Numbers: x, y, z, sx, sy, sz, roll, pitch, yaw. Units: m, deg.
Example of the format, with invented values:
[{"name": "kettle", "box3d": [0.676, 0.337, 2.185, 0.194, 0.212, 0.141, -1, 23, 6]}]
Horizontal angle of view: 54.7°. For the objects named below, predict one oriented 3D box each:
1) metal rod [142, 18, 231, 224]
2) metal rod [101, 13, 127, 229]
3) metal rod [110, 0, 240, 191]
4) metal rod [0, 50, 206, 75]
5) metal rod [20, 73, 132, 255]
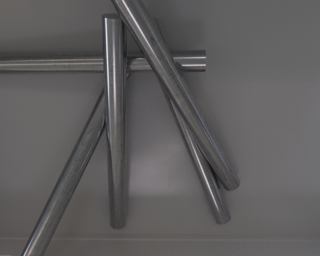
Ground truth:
[{"name": "metal rod", "box3d": [0.039, 0.005, 0.413, 0.025, 0.025, 0.299, -21, 109, 7]}, {"name": "metal rod", "box3d": [-0.054, 0.015, 0.385, 0.025, 0.025, 0.298, 3, 122, -1]}, {"name": "metal rod", "box3d": [0.032, -0.024, 0.361, 0.025, 0.025, 0.299, -28, 123, 10]}, {"name": "metal rod", "box3d": [-0.099, -0.076, 0.365, 0.302, 0.025, 0.025, 0, 110, 6]}, {"name": "metal rod", "box3d": [-0.110, 0.059, 0.384, 0.025, 0.025, 0.299, 26, 90, -9]}]
